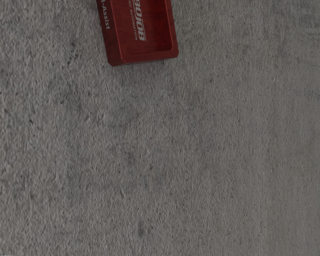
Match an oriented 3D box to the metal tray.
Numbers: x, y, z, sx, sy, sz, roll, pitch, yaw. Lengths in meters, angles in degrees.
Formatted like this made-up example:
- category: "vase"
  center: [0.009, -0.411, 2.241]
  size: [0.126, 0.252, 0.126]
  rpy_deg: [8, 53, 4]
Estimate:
- category: "metal tray"
  center: [-0.028, -0.145, 0.376]
  size: [0.091, 0.030, 0.129]
  rpy_deg: [-17, 101, -39]
